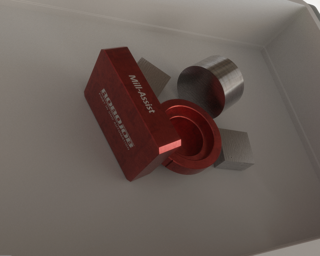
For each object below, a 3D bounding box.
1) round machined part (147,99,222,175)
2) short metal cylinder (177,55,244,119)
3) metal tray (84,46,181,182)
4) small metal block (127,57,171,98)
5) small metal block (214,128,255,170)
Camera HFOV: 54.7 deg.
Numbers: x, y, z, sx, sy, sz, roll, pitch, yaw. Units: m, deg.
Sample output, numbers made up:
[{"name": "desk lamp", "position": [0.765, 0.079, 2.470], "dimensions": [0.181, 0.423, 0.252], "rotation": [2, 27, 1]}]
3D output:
[{"name": "round machined part", "position": [0.026, 0.015, 0.398], "dimensions": [0.099, 0.042, 0.098], "rotation": [14, 56, -21]}, {"name": "short metal cylinder", "position": [0.072, -0.058, 0.445], "dimensions": [0.050, 0.080, 0.080], "rotation": [-33, 81, -38]}, {"name": "metal tray", "position": [-0.037, -0.014, 0.352], "dimensions": [0.030, 0.090, 0.130], "rotation": [-19, 72, -35]}, {"name": "small metal block", "position": [-0.020, -0.063, 0.433], "dimensions": [0.050, 0.025, 0.050], "rotation": [34, 52, -5]}, {"name": "small metal block", "position": [0.102, 0.031, 0.442], "dimensions": [0.050, 0.025, 0.050], "rotation": [8, 58, -23]}]
